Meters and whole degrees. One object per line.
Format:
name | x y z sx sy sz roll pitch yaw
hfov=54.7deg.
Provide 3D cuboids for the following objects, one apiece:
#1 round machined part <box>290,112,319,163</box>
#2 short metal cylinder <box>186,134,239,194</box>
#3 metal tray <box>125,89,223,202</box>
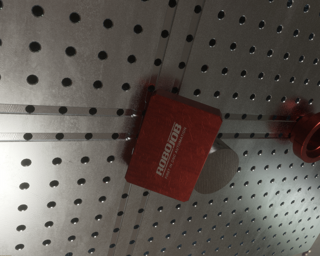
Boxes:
round machined part | 0.279 0.012 0.564 0.099 0.042 0.097 -14 125 -21
short metal cylinder | 0.071 0.052 0.468 0.081 0.050 0.079 -14 124 -21
metal tray | 0.016 0.024 0.403 0.090 0.030 0.129 20 112 1
